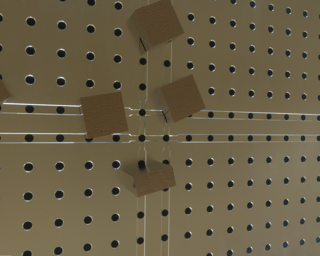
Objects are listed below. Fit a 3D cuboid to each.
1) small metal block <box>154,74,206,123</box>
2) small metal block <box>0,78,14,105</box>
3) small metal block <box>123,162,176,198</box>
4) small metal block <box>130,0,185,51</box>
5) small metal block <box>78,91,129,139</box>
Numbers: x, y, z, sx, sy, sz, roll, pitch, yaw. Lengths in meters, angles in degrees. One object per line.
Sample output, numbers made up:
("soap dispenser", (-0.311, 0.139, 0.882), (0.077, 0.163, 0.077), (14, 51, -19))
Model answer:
("small metal block", (0.027, -0.040, 0.424), (0.050, 0.025, 0.050), (-26, 99, -19))
("small metal block", (-0.200, -0.043, 0.339), (0.050, 0.025, 0.050), (-32, 101, -18))
("small metal block", (-0.014, 0.064, 0.395), (0.050, 0.050, 0.025), (-14, 95, -20))
("small metal block", (-0.003, -0.137, 0.412), (0.050, 0.025, 0.050), (-28, 100, -18))
("small metal block", (-0.071, -0.016, 0.387), (0.050, 0.025, 0.050), (-12, 94, -20))
